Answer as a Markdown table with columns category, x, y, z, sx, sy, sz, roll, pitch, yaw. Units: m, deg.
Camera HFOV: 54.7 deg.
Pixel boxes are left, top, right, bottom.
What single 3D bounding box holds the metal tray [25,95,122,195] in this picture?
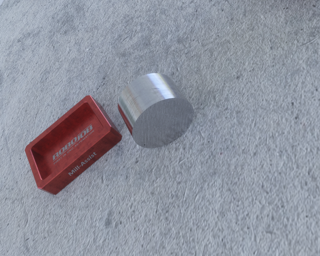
| category | x | y | z | sx | sy | sz | roll | pitch | yaw |
| --- | --- | --- | --- | --- | --- | --- | --- | --- | --- |
| metal tray | -0.129 | 0.023 | 0.454 | 0.130 | 0.030 | 0.090 | -40 | 51 | 0 |

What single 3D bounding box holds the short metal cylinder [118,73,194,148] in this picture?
| category | x | y | z | sx | sy | sz | roll | pitch | yaw |
| --- | --- | --- | --- | --- | --- | --- | --- | --- | --- |
| short metal cylinder | -0.006 | -0.021 | 0.384 | 0.080 | 0.080 | 0.050 | -35 | 51 | 5 |
